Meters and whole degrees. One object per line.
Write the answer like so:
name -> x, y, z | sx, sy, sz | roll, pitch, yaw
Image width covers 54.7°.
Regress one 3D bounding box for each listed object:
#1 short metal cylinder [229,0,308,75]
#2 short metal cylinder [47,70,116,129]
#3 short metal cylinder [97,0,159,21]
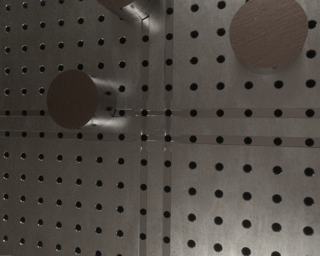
short metal cylinder -> 0.124, -0.104, 0.356 | 0.080, 0.050, 0.079 | 0, 90, 19
short metal cylinder -> -0.110, -0.038, 0.437 | 0.080, 0.050, 0.079 | 0, 90, 19
short metal cylinder -> -0.044, -0.191, 0.414 | 0.080, 0.050, 0.079 | 0, 90, 19
